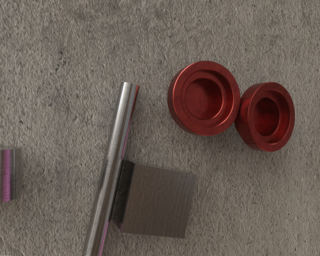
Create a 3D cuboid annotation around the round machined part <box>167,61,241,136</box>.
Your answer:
[{"bbox_3d":[0.056,-0.039,0.420,0.099,0.042,0.097,0,90,-20],"label":"round machined part"}]

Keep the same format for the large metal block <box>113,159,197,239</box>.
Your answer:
[{"bbox_3d":[-0.008,0.089,0.393,0.081,0.050,0.080,13,86,-20],"label":"large metal block"}]

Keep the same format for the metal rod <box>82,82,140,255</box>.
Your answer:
[{"bbox_3d":[-0.069,0.091,0.383,0.025,0.025,0.298,14,85,-20],"label":"metal rod"}]

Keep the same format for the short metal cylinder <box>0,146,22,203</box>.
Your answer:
[{"bbox_3d":[-0.183,0.045,0.312,0.081,0.080,0.050,0,90,-20],"label":"short metal cylinder"}]

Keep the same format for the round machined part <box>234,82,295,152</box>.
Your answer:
[{"bbox_3d":[0.146,-0.016,0.447,0.099,0.042,0.097,-1,92,-31],"label":"round machined part"}]
